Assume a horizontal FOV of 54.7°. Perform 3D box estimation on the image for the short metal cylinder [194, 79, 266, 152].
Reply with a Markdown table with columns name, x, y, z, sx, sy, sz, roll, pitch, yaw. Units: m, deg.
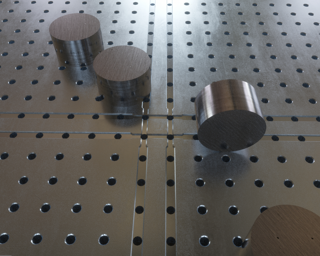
| name | x | y | z | sx | sy | sz | roll | pitch | yaw |
| --- | --- | --- | --- | --- | --- | --- | --- | --- | --- |
| short metal cylinder | 0.085 | -0.014 | 0.384 | 0.081 | 0.080 | 0.050 | 0 | 50 | 0 |

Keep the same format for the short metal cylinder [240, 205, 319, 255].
| name | x | y | z | sx | sy | sz | roll | pitch | yaw |
| --- | --- | --- | --- | --- | --- | --- | --- | --- | --- |
| short metal cylinder | 0.121 | 0.120 | 0.291 | 0.081 | 0.050 | 0.080 | 0 | 50 | 0 |

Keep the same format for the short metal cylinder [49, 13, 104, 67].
| name | x | y | z | sx | sy | sz | roll | pitch | yaw |
| --- | --- | --- | --- | --- | --- | --- | --- | --- | --- |
| short metal cylinder | -0.136 | -0.147 | 0.514 | 0.081 | 0.050 | 0.080 | 0 | 50 | 0 |

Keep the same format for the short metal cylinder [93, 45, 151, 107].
| name | x | y | z | sx | sy | sz | roll | pitch | yaw |
| --- | --- | --- | --- | --- | --- | --- | --- | --- | --- |
| short metal cylinder | -0.054 | -0.077 | 0.455 | 0.081 | 0.050 | 0.080 | 0 | 50 | 0 |
